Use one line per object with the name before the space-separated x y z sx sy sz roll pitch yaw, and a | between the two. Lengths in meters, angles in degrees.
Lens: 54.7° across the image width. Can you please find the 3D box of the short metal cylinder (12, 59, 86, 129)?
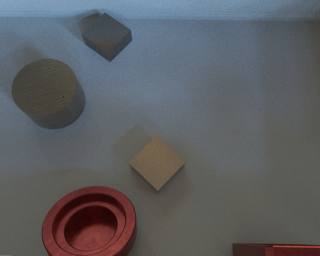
short metal cylinder | -0.145 -0.044 0.411 0.081 0.050 0.080 0 70 0

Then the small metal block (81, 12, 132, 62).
small metal block | -0.077 -0.134 0.458 0.050 0.025 0.050 37 74 12

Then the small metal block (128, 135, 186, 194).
small metal block | -0.003 0.046 0.393 0.050 0.025 0.050 42 75 13

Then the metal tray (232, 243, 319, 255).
metal tray | 0.131 0.132 0.307 0.091 0.130 0.030 1 70 0

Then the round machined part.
round machined part | -0.075 0.116 0.343 0.099 0.042 0.098 0 39 0
